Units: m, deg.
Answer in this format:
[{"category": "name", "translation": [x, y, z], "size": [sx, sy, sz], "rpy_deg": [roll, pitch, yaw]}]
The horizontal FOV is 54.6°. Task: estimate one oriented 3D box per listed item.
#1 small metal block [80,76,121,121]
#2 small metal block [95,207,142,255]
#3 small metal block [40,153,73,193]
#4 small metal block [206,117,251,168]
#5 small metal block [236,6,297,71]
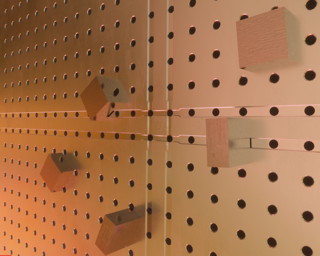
[{"category": "small metal block", "translation": [-0.095, -0.046, 0.490], "size": [0.050, 0.025, 0.050], "rpy_deg": [-41, 65, 32]}, {"category": "small metal block", "translation": [-0.059, 0.147, 0.443], "size": [0.025, 0.050, 0.050], "rpy_deg": [32, 110, 35]}, {"category": "small metal block", "translation": [-0.191, 0.082, 0.569], "size": [0.050, 0.025, 0.050], "rpy_deg": [45, 117, 31]}, {"category": "small metal block", "translation": [0.074, 0.015, 0.333], "size": [0.025, 0.050, 0.050], "rpy_deg": [-3, 88, 40]}, {"category": "small metal block", "translation": [0.109, -0.089, 0.320], "size": [0.050, 0.025, 0.050], "rpy_deg": [-6, 86, 40]}]
